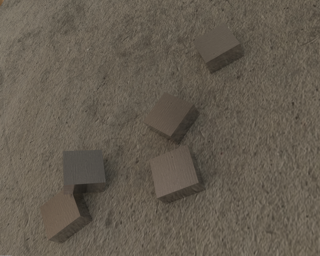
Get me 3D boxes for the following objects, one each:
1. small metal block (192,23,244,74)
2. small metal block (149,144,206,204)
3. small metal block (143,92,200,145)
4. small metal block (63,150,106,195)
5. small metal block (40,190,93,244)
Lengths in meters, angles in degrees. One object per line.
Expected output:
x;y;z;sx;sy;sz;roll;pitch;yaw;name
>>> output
0.080;-0.110;0.429;0.050;0.025;0.050;-29;52;10;small metal block
0.020;0.054;0.360;0.050;0.025;0.050;-24;53;13;small metal block
0.015;-0.013;0.404;0.050;0.025;0.050;28;77;37;small metal block
-0.100;0.057;0.405;0.050;0.025;0.050;-1;52;-19;small metal block
-0.122;0.111;0.400;0.050;0.025;0.050;-37;51;3;small metal block
